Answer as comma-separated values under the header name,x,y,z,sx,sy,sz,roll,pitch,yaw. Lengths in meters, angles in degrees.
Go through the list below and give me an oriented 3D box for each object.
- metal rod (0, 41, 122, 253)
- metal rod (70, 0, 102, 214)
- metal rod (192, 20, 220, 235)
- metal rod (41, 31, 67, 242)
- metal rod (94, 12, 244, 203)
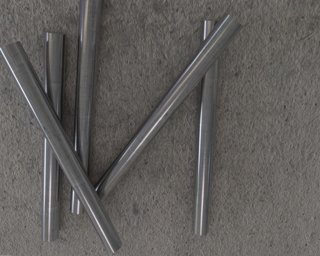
name,x,y,z,sx,sy,sz,roll,pitch,yaw
metal rod,-0.117,0.039,0.394,0.025,0.025,0.299,-19,109,7
metal rod,-0.098,-0.020,0.401,0.025,0.025,0.298,7,110,-3
metal rod,0.061,0.014,0.415,0.025,0.025,0.298,0,110,0
metal rod,-0.145,0.026,0.417,0.025,0.025,0.298,8,110,-3
metal rod,-0.006,-0.009,0.390,0.025,0.025,0.299,34,112,-12
